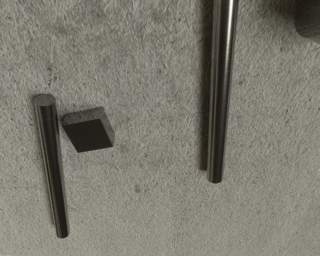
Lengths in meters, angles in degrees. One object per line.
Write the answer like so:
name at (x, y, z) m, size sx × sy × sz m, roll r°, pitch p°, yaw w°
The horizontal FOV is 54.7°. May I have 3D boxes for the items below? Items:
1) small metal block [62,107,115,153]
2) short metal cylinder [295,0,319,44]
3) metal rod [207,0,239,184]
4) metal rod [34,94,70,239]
small metal block at (-0.093, 0.003, 0.409) m, size 0.050 × 0.025 × 0.050 m, roll -10°, pitch 130°, yaw 8°
short metal cylinder at (0.171, -0.111, 0.279) m, size 0.050 × 0.080 × 0.079 m, roll 18°, pitch 128°, yaw -14°
metal rod at (0.073, -0.038, 0.375) m, size 0.025 × 0.025 × 0.298 m, roll -3°, pitch 130°, yaw 3°
metal rod at (-0.159, 0.079, 0.472) m, size 0.025 × 0.025 × 0.298 m, roll 5°, pitch 130°, yaw -5°
